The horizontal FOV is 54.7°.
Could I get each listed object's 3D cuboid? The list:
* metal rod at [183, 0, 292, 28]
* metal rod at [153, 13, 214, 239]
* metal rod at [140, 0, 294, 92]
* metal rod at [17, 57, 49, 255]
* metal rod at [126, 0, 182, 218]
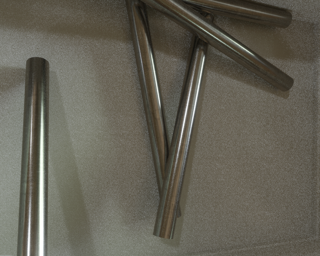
[{"bbox_3d":[0.058,-0.169,0.413,0.303,0.025,0.025,1,90,-26],"label":"metal rod"},{"bbox_3d":[0.034,-0.012,0.405,0.025,0.025,0.299,16,78,-20],"label":"metal rod"},{"bbox_3d":[0.078,-0.118,0.411,0.302,0.025,0.025,22,83,-30],"label":"metal rod"},{"bbox_3d":[-0.122,0.060,0.299,0.025,0.025,0.299,1,64,-20],"label":"metal rod"},{"bbox_3d":[-0.008,-0.028,0.408,0.025,0.025,0.298,-11,94,-20],"label":"metal rod"}]
